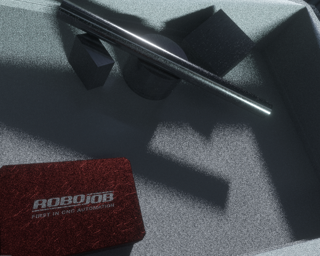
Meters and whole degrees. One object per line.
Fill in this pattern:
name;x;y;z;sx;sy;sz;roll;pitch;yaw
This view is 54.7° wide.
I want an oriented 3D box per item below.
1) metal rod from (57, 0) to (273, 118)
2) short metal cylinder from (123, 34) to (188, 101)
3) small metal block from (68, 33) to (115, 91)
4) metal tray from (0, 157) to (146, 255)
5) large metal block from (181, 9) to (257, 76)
metal rod;0.018;-0.083;0.403;0.302;0.025;0.025;23;53;-15
short metal cylinder;-0.006;-0.086;0.440;0.081;0.050;0.080;14;56;-21
small metal block;-0.088;-0.085;0.395;0.025;0.050;0.050;-27;77;-37
metal tray;-0.087;0.080;0.308;0.131;0.030;0.090;-1;62;-29
large metal block;0.090;-0.127;0.498;0.080;0.050;0.080;-41;85;-11
